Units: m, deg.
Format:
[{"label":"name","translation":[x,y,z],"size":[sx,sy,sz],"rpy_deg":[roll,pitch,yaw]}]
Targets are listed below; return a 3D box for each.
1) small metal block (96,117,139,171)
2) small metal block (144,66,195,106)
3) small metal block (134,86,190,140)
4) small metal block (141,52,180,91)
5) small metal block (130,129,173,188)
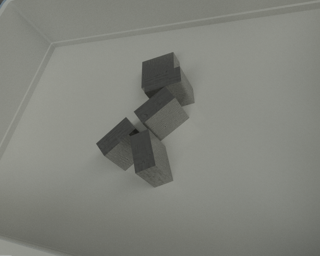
[{"label":"small metal block","translation":[-0.044,0.022,0.398],"size":[0.050,0.050,0.025],"rpy_deg":[-42,51,-1]},{"label":"small metal block","translation":[0.013,-0.050,0.412],"size":[0.050,0.050,0.025],"rpy_deg":[-15,56,19]},{"label":"small metal block","translation":[0.003,-0.017,0.397],"size":[0.050,0.050,0.025],"rpy_deg":[-39,52,2]},{"label":"small metal block","translation":[0.002,-0.077,0.451],"size":[0.050,0.025,0.050],"rpy_deg":[-13,56,20]},{"label":"small metal block","translation":[-0.010,0.037,0.371],"size":[0.025,0.050,0.050],"rpy_deg":[-23,54,14]}]
